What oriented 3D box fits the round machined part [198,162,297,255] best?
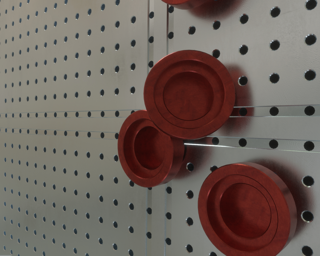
[{"bbox_3d":[0.092,0.084,0.323,0.098,0.042,0.097,0,90,40],"label":"round machined part"}]

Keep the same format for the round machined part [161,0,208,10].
[{"bbox_3d":[0.039,-0.190,0.367,0.098,0.042,0.097,0,90,40],"label":"round machined part"}]

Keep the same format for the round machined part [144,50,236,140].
[{"bbox_3d":[0.032,-0.034,0.352,0.099,0.042,0.098,0,83,0],"label":"round machined part"}]

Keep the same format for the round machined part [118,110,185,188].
[{"bbox_3d":[-0.007,0.025,0.404,0.098,0.042,0.097,2,93,42],"label":"round machined part"}]
